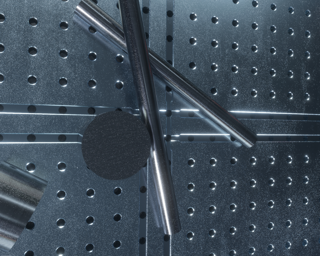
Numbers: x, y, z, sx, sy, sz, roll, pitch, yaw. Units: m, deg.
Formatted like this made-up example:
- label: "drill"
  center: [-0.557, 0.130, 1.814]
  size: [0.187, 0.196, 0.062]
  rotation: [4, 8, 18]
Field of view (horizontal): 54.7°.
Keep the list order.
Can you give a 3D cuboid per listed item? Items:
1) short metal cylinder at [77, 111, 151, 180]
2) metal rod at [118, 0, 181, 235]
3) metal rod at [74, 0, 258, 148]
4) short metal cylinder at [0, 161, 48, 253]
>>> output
- label: "short metal cylinder"
  center: [-0.057, 0.020, 0.378]
  size: [0.081, 0.050, 0.080]
  rotation: [0, 90, -20]
- label: "metal rod"
  center: [-0.010, -0.007, 0.392]
  size: [0.025, 0.025, 0.298]
  rotation: [-14, 101, -19]
- label: "metal rod"
  center: [0.020, -0.065, 0.419]
  size: [0.301, 0.025, 0.025]
  rotation: [36, 79, -17]
- label: "short metal cylinder"
  center: [-0.162, 0.081, 0.324]
  size: [0.050, 0.080, 0.080]
  rotation: [32, 80, -17]
